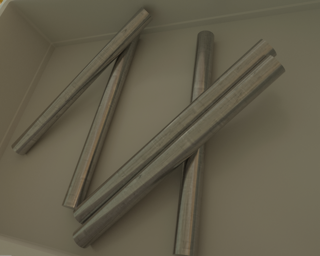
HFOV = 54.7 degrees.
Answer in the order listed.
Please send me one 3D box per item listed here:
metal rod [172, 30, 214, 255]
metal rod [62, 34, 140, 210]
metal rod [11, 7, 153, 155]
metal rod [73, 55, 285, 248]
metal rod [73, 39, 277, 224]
[{"bbox_3d":[0.046,-0.002,0.381,0.025,0.025,0.299,-5,59,25],"label":"metal rod"},{"bbox_3d":[-0.080,-0.028,0.463,0.025,0.025,0.300,1,62,28],"label":"metal rod"},{"bbox_3d":[-0.125,-0.071,0.490,0.300,0.025,0.025,-45,51,5],"label":"metal rod"},{"bbox_3d":[0.013,0.033,0.347,0.300,0.025,0.025,-43,51,10],"label":"metal rod"},{"bbox_3d":[0.010,0.011,0.364,0.300,0.025,0.025,-42,51,9],"label":"metal rod"}]
